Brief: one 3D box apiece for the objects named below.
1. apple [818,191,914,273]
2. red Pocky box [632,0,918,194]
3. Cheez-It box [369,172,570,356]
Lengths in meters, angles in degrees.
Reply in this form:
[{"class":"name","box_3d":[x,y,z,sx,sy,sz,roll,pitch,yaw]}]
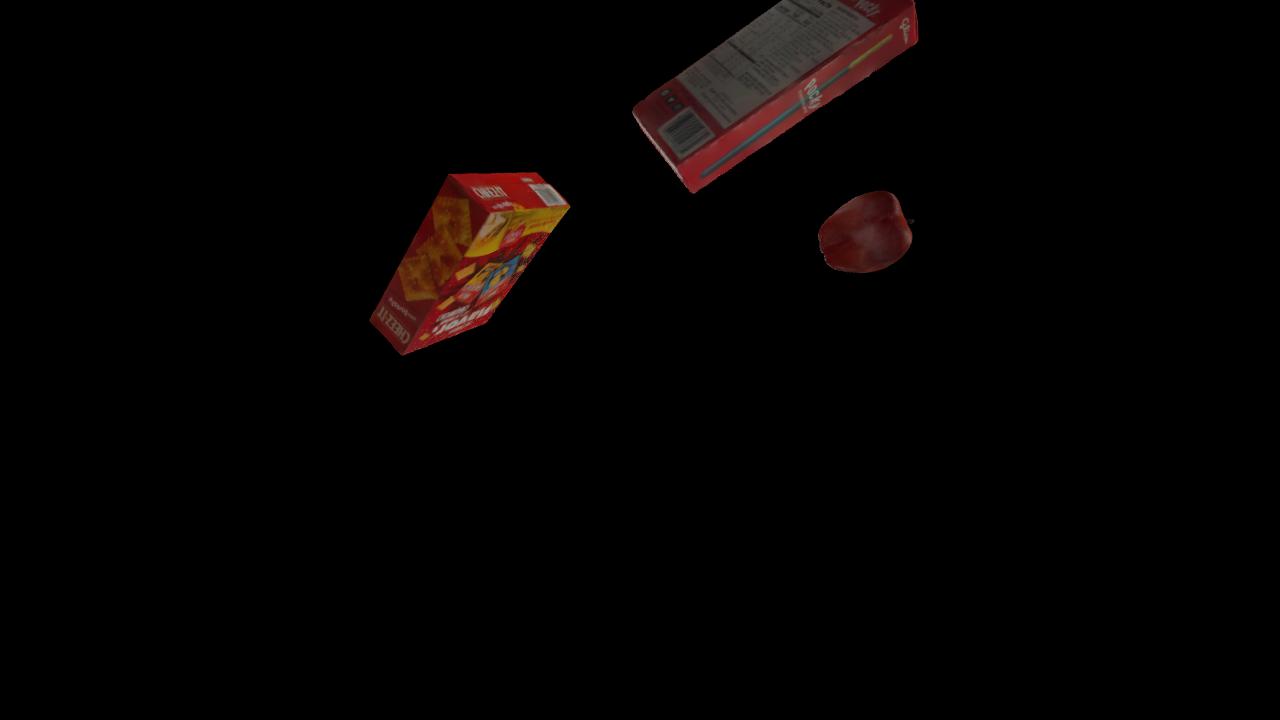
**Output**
[{"class":"apple","box_3d":[0.234,-0.129,0.637,0.093,0.079,0.079,-19,-8,24]},{"class":"red Pocky box","box_3d":[0.076,-0.171,0.372,0.155,0.083,0.028,-33,-42,8]},{"class":"Cheez-It box","box_3d":[-0.203,-0.118,0.739,0.223,0.071,0.166,-48,-6,29]}]
